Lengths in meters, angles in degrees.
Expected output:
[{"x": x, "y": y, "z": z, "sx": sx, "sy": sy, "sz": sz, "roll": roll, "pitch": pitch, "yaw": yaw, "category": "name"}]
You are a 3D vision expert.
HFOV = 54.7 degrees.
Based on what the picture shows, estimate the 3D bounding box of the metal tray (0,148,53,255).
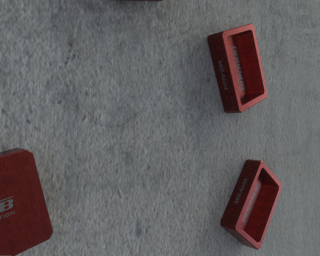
[{"x": -0.168, "y": 0.077, "z": 0.262, "sx": 0.131, "sy": 0.030, "sz": 0.089, "roll": -18, "pitch": 102, "yaw": -39, "category": "metal tray"}]

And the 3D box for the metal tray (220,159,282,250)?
[{"x": 0.163, "y": 0.132, "z": 0.541, "sx": 0.090, "sy": 0.030, "sz": 0.130, "roll": 45, "pitch": 63, "yaw": -31, "category": "metal tray"}]

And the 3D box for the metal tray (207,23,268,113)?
[{"x": 0.132, "y": -0.099, "z": 0.514, "sx": 0.091, "sy": 0.030, "sz": 0.129, "roll": -27, "pitch": 107, "yaw": -37, "category": "metal tray"}]
